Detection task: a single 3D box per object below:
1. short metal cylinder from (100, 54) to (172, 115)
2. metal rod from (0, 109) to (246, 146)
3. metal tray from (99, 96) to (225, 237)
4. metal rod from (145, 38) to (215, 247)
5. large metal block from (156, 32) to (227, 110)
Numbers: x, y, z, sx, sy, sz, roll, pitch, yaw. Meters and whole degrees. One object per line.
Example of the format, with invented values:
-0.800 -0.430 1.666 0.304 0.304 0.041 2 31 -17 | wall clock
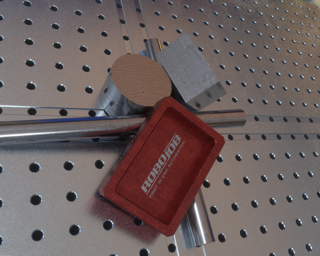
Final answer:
-0.032 -0.049 0.404 0.081 0.050 0.080 14 56 -21 | short metal cylinder
-0.027 -0.004 0.375 0.303 0.025 0.025 -4 64 -22 | metal rod
0.005 0.041 0.349 0.090 0.030 0.130 37 71 -12 | metal tray
0.020 0.001 0.418 0.025 0.025 0.299 1 62 -28 | metal rod
0.047 -0.075 0.438 0.080 0.050 0.080 60 14 14 | large metal block
